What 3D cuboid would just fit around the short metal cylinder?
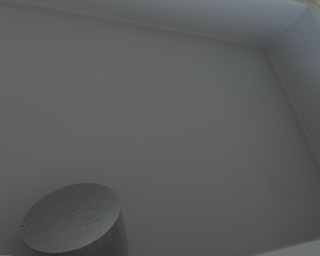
[{"bbox_3d":[-0.071,0.093,0.269,0.080,0.050,0.080,-4,28,3],"label":"short metal cylinder"}]
